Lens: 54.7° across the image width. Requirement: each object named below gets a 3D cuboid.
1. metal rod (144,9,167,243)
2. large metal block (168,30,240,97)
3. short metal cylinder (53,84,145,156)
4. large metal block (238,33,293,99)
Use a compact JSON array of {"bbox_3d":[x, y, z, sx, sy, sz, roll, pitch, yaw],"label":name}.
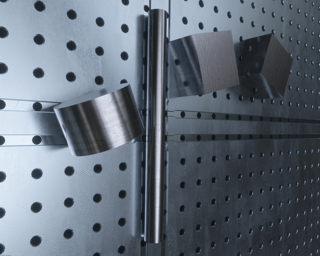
[{"bbox_3d":[-0.006,-0.003,0.406,0.025,0.025,0.298,1,89,-40],"label":"metal rod"},{"bbox_3d":[0.066,-0.094,0.450,0.081,0.050,0.079,-20,103,-39],"label":"large metal block"},{"bbox_3d":[-0.062,-0.011,0.323,0.081,0.080,0.050,-29,108,-37],"label":"short metal cylinder"},{"bbox_3d":[0.187,-0.107,0.553,0.080,0.050,0.080,32,70,-36],"label":"large metal block"}]
